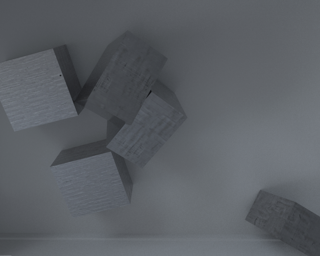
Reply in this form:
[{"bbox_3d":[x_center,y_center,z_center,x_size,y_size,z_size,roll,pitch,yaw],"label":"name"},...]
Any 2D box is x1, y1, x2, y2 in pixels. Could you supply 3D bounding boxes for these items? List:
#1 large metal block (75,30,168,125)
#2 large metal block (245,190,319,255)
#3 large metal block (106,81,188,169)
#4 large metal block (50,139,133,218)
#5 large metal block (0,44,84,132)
[{"bbox_3d":[-0.046,-0.052,0.344,0.050,0.080,0.080,32,81,-22],"label":"large metal block"},{"bbox_3d":[0.180,0.133,0.427,0.080,0.080,0.050,31,83,-11],"label":"large metal block"},{"bbox_3d":[-0.020,-0.013,0.374,0.050,0.080,0.080,35,106,-22],"label":"large metal block"},{"bbox_3d":[-0.089,0.066,0.421,0.080,0.050,0.080,-15,110,5],"label":"large metal block"},{"bbox_3d":[-0.146,-0.050,0.378,0.080,0.050,0.080,-14,110,5],"label":"large metal block"}]
